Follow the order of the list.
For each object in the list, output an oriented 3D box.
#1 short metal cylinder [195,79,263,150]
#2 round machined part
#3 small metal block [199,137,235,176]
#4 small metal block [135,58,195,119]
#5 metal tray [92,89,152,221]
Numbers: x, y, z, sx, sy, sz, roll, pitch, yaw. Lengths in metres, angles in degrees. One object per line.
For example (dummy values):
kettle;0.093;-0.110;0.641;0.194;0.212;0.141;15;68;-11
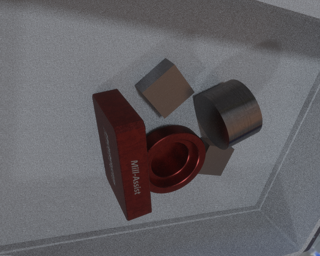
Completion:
short metal cylinder;0.089;-0.018;0.411;0.050;0.080;0.080;-26;128;-13
round machined part;0.010;0.038;0.424;0.099;0.042;0.097;-14;125;-21
small metal block;0.079;0.045;0.480;0.050;0.025;0.050;10;113;-32
small metal block;0.006;-0.048;0.382;0.050;0.025;0.050;-42;128;1
metal tray;-0.044;0.031;0.361;0.030;0.090;0.129;-16;125;-19
